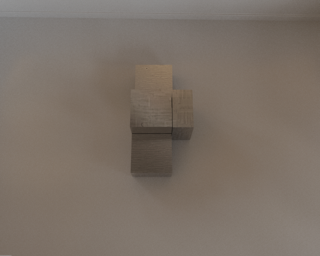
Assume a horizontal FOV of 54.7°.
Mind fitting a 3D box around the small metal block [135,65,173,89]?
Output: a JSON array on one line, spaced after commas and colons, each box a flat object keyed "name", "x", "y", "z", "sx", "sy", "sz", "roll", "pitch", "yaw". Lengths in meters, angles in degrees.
[{"name": "small metal block", "x": -0.008, "y": -0.059, "z": 0.429, "sx": 0.050, "sy": 0.025, "sz": 0.050, "roll": 0, "pitch": 70, "yaw": 0}]

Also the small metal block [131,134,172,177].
[{"name": "small metal block", "x": -0.010, "y": 0.035, "z": 0.395, "sx": 0.050, "sy": 0.025, "sz": 0.050, "roll": 0, "pitch": 70, "yaw": 0}]

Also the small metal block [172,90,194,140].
[{"name": "small metal block", "x": 0.028, "y": -0.016, "z": 0.400, "sx": 0.025, "sy": 0.050, "sz": 0.050, "roll": 0, "pitch": 70, "yaw": 0}]

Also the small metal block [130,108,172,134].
[{"name": "small metal block", "x": -0.011, "y": -0.005, "z": 0.396, "sx": 0.050, "sy": 0.050, "sz": 0.025, "roll": 0, "pitch": 70, "yaw": 0}]

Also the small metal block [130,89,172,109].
[{"name": "small metal block", "x": -0.011, "y": -0.028, "z": 0.405, "sx": 0.050, "sy": 0.050, "sz": 0.025, "roll": 0, "pitch": 70, "yaw": 0}]
